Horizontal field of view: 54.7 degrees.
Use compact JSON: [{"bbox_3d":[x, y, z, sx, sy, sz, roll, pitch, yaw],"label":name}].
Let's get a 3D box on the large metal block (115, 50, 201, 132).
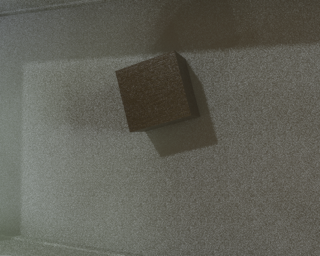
[{"bbox_3d":[-0.002,-0.043,0.397,0.080,0.050,0.080,-15,85,19],"label":"large metal block"}]
